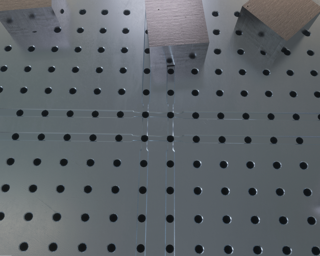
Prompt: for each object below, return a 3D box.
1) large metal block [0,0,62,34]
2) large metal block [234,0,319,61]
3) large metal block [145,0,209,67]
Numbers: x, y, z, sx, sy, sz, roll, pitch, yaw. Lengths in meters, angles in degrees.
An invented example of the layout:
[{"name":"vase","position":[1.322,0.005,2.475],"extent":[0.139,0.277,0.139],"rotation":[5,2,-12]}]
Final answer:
[{"name":"large metal block","position":[-0.196,-0.195,0.469],"extent":[0.080,0.050,0.080],"rotation":[-6,70,-2]},{"name":"large metal block","position":[0.173,-0.161,0.458],"extent":[0.080,0.050,0.080],"rotation":[-41,75,-13]},{"name":"large metal block","position":[0.022,-0.140,0.450],"extent":[0.080,0.050,0.080],"rotation":[-5,70,-2]}]
